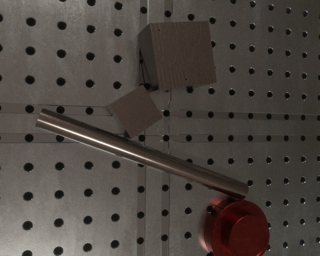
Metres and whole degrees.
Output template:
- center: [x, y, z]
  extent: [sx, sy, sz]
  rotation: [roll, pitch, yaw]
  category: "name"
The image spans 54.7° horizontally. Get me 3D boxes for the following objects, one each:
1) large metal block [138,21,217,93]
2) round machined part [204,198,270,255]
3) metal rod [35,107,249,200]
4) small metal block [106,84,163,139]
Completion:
- center: [0.022, -0.092, 0.408]
  extent: [0.081, 0.050, 0.079]
  rotation: [-10, 94, -20]
  category: "large metal block"
- center: [0.118, 0.154, 0.449]
  extent: [0.099, 0.042, 0.097]
  rotation: [0, 90, -21]
  category: "round machined part"
- center: [-0.009, 0.041, 0.410]
  extent: [0.302, 0.025, 0.025]
  rotation: [22, 83, -19]
  category: "metal rod"
- center: [-0.033, -0.021, 0.401]
  extent: [0.050, 0.025, 0.050]
  rotation: [-34, 102, -17]
  category: "small metal block"
